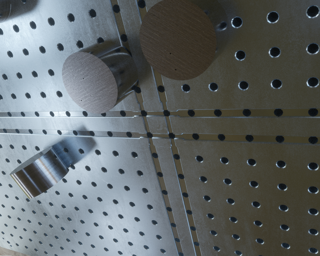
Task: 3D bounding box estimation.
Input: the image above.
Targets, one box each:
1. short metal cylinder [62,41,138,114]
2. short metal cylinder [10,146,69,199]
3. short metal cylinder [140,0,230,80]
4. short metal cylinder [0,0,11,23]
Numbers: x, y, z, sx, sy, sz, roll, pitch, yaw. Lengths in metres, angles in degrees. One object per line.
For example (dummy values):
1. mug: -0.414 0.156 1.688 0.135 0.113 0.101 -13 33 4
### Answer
1. short metal cylinder: -0.076 -0.065 0.395 0.080 0.050 0.079 13 124 21
2. short metal cylinder: -0.205 0.075 0.530 0.080 0.080 0.050 -21 107 36
3. short metal cylinder: 0.026 -0.096 0.322 0.080 0.050 0.079 13 124 21
4. short metal cylinder: -0.253 -0.177 0.419 0.080 0.050 0.079 13 124 21
